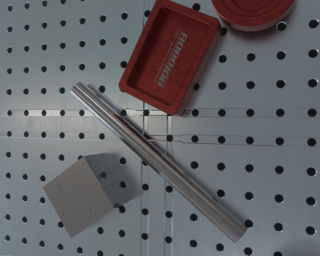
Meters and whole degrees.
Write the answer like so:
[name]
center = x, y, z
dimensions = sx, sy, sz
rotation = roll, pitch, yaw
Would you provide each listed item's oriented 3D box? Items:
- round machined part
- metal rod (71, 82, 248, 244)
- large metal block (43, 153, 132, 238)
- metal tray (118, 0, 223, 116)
[round machined part]
center = 0.111, -0.162, 0.364
dimensions = 0.098, 0.042, 0.097
rotation = 0, 90, 20
[metal rod]
center = -0.011, 0.037, 0.416
dimensions = 0.300, 0.025, 0.025
rotation = 41, 103, 15
[large metal block]
center = -0.102, 0.092, 0.435
dimensions = 0.080, 0.050, 0.080
rotation = -37, 79, 16
[metal tray]
center = 0.013, -0.091, 0.405
dimensions = 0.090, 0.030, 0.129
rotation = 28, 99, 17
